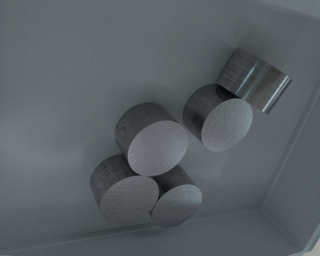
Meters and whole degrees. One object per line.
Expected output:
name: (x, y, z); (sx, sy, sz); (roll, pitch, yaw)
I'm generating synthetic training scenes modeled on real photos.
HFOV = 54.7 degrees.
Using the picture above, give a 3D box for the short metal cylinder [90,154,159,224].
short metal cylinder: (-0.048, 0.082, 0.416); (0.081, 0.050, 0.079); (-14, 124, -21)

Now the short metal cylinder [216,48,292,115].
short metal cylinder: (0.120, -0.060, 0.401); (0.080, 0.080, 0.050); (22, 107, -36)

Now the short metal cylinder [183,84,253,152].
short metal cylinder: (0.079, -0.014, 0.426); (0.081, 0.050, 0.079); (-14, 124, -21)

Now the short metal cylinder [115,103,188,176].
short metal cylinder: (-0.012, 0.014, 0.395); (0.081, 0.050, 0.079); (-14, 124, -21)

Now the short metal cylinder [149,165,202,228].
short metal cylinder: (0.015, 0.101, 0.463); (0.081, 0.050, 0.079); (-14, 124, -21)
